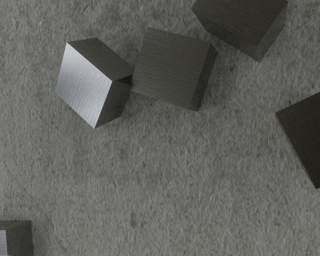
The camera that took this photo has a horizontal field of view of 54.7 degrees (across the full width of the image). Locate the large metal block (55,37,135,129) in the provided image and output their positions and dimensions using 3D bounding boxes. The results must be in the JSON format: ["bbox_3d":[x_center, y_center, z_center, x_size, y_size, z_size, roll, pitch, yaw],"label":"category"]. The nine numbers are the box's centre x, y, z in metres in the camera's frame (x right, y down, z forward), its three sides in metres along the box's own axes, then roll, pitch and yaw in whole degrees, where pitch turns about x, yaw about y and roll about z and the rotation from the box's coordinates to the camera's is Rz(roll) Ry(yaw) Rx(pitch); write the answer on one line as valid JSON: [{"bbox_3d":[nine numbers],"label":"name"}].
[{"bbox_3d":[-0.085,-0.060,0.408,0.080,0.050,0.079,41,129,15],"label":"large metal block"}]

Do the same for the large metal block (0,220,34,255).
[{"bbox_3d":[-0.248,0.191,0.481,0.080,0.050,0.080,-6,88,19],"label":"large metal block"}]

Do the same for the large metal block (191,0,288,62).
[{"bbox_3d":[0.091,-0.123,0.347,0.080,0.080,0.050,37,102,16],"label":"large metal block"}]

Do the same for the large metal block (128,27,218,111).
[{"bbox_3d":[0.018,-0.072,0.389,0.080,0.050,0.080,20,96,18],"label":"large metal block"}]

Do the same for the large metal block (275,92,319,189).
[{"bbox_3d":[0.163,0.010,0.323,0.050,0.080,0.080,-28,81,18],"label":"large metal block"}]
